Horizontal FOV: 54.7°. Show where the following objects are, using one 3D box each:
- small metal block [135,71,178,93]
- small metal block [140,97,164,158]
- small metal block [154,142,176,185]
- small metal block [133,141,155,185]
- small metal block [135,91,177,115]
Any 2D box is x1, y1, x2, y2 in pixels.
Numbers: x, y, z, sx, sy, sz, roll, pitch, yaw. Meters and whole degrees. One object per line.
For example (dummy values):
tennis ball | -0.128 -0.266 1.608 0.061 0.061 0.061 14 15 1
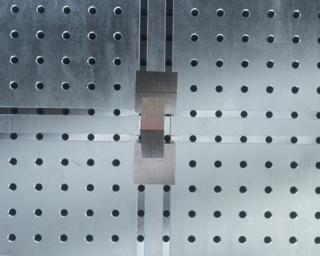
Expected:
small metal block | -0.004 -0.056 0.400 0.050 0.050 0.025 2 90 -1
small metal block | -0.008 0.000 0.359 0.025 0.050 0.050 1 48 0
small metal block | 0.006 0.044 0.400 0.025 0.050 0.050 1 90 0
small metal block | -0.019 0.043 0.400 0.025 0.050 0.050 1 90 0
small metal block | -0.005 -0.031 0.400 0.050 0.050 0.025 2 90 -1
